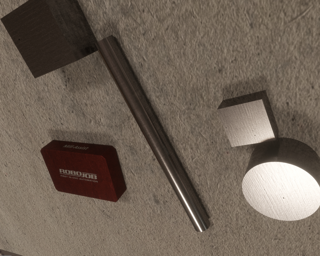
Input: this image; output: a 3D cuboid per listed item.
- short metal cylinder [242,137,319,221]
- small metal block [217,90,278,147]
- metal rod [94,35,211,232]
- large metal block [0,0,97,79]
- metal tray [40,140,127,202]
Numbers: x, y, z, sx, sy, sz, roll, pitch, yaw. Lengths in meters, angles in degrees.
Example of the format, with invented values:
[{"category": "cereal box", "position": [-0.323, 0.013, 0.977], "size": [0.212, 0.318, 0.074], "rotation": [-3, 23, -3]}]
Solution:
[{"category": "short metal cylinder", "position": [0.139, 0.058, 0.353], "size": [0.080, 0.050, 0.079], "rotation": [13, 124, 20]}, {"category": "small metal block", "position": [0.099, -0.010, 0.348], "size": [0.050, 0.025, 0.050], "rotation": [-12, 112, 33]}, {"category": "metal rod", "position": [-0.003, 0.019, 0.418], "size": [0.025, 0.025, 0.299], "rotation": [-16, 111, 34]}, {"category": "large metal block", "position": [-0.135, -0.117, 0.387], "size": [0.080, 0.050, 0.080], "rotation": [-12, 113, 33]}, {"category": "metal tray", "position": [-0.126, 0.069, 0.511], "size": [0.130, 0.030, 0.089], "rotation": [4, 120, 26]}]
